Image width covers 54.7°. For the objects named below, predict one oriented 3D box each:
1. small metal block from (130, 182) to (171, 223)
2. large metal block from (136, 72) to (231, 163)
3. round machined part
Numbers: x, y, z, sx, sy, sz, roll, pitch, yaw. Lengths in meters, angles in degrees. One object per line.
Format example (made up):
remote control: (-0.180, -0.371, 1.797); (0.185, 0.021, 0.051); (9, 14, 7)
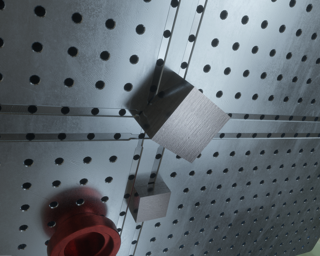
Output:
small metal block: (-0.015, 0.113, 0.473); (0.050, 0.025, 0.050); (-4, 121, -26)
large metal block: (0.031, -0.012, 0.404); (0.080, 0.050, 0.080); (33, 100, -38)
round machined part: (-0.109, 0.161, 0.440); (0.099, 0.042, 0.097); (-14, 124, -21)
